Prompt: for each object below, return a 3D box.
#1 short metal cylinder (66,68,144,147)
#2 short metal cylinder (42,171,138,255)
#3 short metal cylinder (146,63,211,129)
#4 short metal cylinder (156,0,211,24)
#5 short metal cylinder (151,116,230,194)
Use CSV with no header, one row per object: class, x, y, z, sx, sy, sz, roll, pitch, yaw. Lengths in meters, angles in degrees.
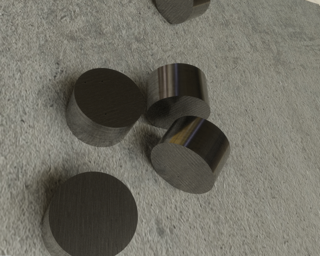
short metal cylinder,-0.066,-0.024,0.367,0.081,0.050,0.080,14,56,-21
short metal cylinder,-0.068,0.088,0.297,0.081,0.050,0.080,14,56,-21
short metal cylinder,0.023,-0.039,0.404,0.081,0.080,0.050,12,57,-22
short metal cylinder,0.039,-0.223,0.525,0.050,0.080,0.080,-34,81,-38
short metal cylinder,0.036,0.032,0.368,0.080,0.080,0.050,40,51,-2
